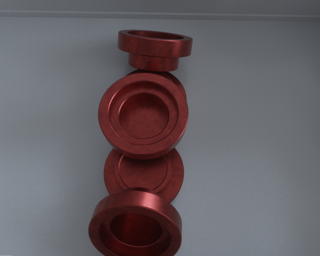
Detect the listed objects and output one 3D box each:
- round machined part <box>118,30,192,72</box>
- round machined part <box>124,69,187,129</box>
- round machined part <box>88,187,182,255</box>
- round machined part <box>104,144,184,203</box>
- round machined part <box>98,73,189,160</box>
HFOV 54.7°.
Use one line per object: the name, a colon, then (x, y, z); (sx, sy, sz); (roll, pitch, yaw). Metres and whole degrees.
round machined part: (-0.008, -0.104, 0.417); (0.099, 0.098, 0.042); (7, 113, 2)
round machined part: (-0.014, -0.039, 0.413); (0.099, 0.042, 0.098); (0, 70, -1)
round machined part: (-0.025, 0.104, 0.341); (0.099, 0.097, 0.042); (6, 33, 2)
round machined part: (-0.020, 0.053, 0.379); (0.099, 0.042, 0.098); (0, 70, -1)
round machined part: (-0.018, -0.011, 0.357); (0.099, 0.042, 0.098); (0, 70, -1)
